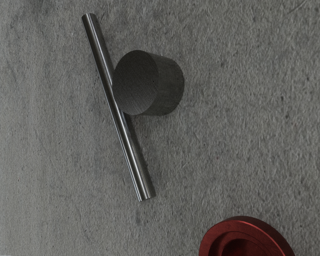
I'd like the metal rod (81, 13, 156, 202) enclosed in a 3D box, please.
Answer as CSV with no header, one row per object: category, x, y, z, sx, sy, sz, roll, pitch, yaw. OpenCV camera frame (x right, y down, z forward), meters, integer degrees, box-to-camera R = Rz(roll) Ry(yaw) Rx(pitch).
metal rod,-0.065,-0.040,0.456,0.025,0.025,0.299,-31,71,35

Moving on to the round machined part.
round machined part,0.092,0.139,0.317,0.098,0.042,0.097,0,90,39

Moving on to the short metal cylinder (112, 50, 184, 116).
short metal cylinder,-0.016,-0.056,0.400,0.080,0.050,0.079,0,90,39
